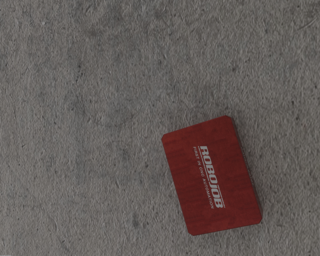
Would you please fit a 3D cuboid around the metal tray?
[{"bbox_3d":[0.064,0.058,0.384,0.090,0.030,0.129,-18,84,19],"label":"metal tray"}]
